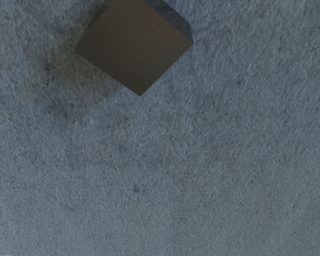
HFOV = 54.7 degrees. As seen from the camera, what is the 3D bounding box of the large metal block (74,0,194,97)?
[{"bbox_3d":[-0.025,-0.092,0.312,0.080,0.050,0.080,33,122,-26],"label":"large metal block"}]
